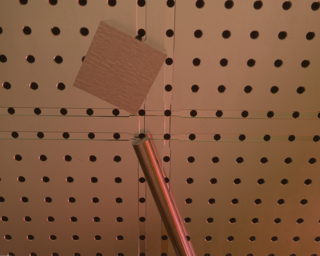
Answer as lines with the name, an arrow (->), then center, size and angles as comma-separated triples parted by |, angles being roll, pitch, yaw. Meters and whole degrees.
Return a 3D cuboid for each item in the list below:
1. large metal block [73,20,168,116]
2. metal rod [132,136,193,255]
large metal block -> -0.046, -0.073, 0.372 | 0.080, 0.050, 0.080 | 26, 108, -10
metal rod -> 0.021, 0.150, 0.468 | 0.025, 0.025, 0.298 | -18, 110, 6
